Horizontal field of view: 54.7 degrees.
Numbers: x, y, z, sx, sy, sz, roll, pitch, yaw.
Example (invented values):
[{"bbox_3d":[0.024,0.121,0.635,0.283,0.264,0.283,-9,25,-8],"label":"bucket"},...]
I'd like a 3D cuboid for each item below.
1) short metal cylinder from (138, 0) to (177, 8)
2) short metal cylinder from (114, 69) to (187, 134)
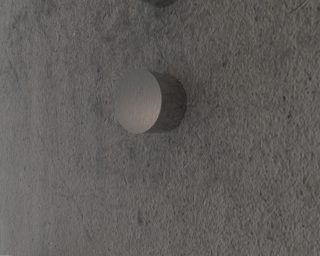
[{"bbox_3d":[-0.009,-0.201,0.396,0.080,0.050,0.080,0,90,40],"label":"short metal cylinder"},{"bbox_3d":[-0.013,-0.033,0.399,0.080,0.050,0.080,0,90,40],"label":"short metal cylinder"}]
